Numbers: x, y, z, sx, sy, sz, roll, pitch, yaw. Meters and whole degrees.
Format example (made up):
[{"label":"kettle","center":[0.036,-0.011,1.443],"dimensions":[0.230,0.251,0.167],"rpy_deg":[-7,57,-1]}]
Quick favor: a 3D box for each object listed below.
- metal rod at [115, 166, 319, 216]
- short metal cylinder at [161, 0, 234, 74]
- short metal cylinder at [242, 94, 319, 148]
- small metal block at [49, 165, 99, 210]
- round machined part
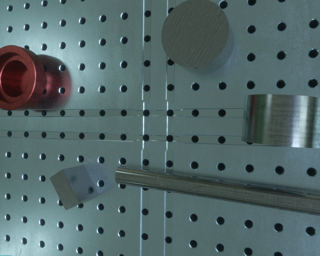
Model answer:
[{"label":"metal rod","center":[0.085,0.078,0.382],"dimensions":[0.301,0.025,0.025],"rpy_deg":[5,92,19]},{"label":"short metal cylinder","center":[0.048,-0.110,0.382],"dimensions":[0.080,0.050,0.080],"rpy_deg":[0,90,20]},{"label":"short metal cylinder","center":[0.132,-0.008,0.337],"dimensions":[0.080,0.080,0.050],"rpy_deg":[5,92,20]},{"label":"small metal block","center":[-0.121,0.083,0.442],"dimensions":[0.025,0.050,0.050],"rpy_deg":[-34,79,17]},{"label":"round machined part","center":[-0.217,-0.075,0.480],"dimensions":[0.098,0.042,0.097],"rpy_deg":[0,90,20]}]
